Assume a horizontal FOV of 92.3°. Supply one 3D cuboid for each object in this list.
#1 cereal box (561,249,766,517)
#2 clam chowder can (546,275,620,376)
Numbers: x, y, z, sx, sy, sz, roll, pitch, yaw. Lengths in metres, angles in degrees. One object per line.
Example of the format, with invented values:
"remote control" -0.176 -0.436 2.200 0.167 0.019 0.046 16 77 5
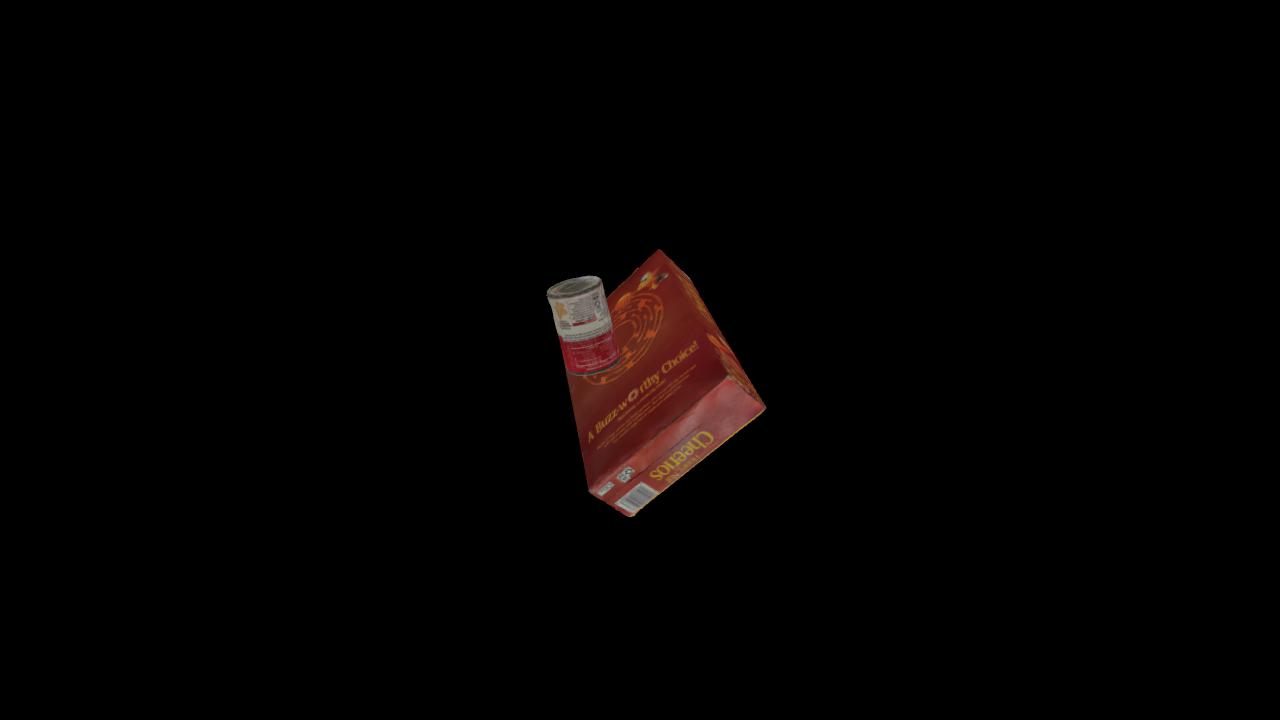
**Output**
"cereal box" 0.008 0.012 0.763 0.081 0.203 0.306 39 18 -32
"clam chowder can" -0.066 -0.041 0.728 0.068 0.102 0.068 -11 23 5
